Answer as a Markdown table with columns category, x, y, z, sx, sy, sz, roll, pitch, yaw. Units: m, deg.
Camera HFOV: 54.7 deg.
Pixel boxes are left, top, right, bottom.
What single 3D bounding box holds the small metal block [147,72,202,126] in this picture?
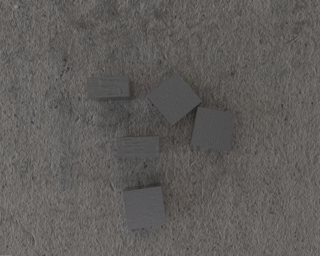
| category | x | y | z | sx | sy | sz | roll | pitch | yaw |
| --- | --- | --- | --- | --- | --- | --- | --- | --- | --- |
| small metal block | 0.019 | -0.038 | 0.410 | 0.050 | 0.025 | 0.050 | -40 | 90 | 0 |

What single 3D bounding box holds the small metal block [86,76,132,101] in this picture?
| category | x | y | z | sx | sy | sz | roll | pitch | yaw |
| --- | --- | --- | --- | --- | --- | --- | --- | --- | --- |
| small metal block | -0.063 | -0.050 | 0.397 | 0.050 | 0.050 | 0.025 | -2 | 90 | 0 |

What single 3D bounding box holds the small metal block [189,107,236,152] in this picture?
| category | x | y | z | sx | sy | sz | roll | pitch | yaw |
| --- | --- | --- | --- | --- | --- | --- | --- | --- | --- |
| small metal block | 0.069 | 0.001 | 0.410 | 0.050 | 0.025 | 0.050 | 11 | 90 | 0 |

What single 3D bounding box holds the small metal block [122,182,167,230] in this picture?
| category | x | y | z | sx | sy | sz | roll | pitch | yaw |
| --- | --- | --- | --- | --- | --- | --- | --- | --- | --- |
| small metal block | -0.020 | 0.103 | 0.410 | 0.050 | 0.025 | 0.050 | -8 | 90 | 0 |

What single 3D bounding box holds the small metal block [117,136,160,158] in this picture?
| category | x | y | z | sx | sy | sz | roll | pitch | yaw |
| --- | --- | --- | --- | --- | --- | --- | --- | --- | --- |
| small metal block | -0.026 | 0.023 | 0.397 | 0.050 | 0.050 | 0.025 | -2 | 90 | 0 |
